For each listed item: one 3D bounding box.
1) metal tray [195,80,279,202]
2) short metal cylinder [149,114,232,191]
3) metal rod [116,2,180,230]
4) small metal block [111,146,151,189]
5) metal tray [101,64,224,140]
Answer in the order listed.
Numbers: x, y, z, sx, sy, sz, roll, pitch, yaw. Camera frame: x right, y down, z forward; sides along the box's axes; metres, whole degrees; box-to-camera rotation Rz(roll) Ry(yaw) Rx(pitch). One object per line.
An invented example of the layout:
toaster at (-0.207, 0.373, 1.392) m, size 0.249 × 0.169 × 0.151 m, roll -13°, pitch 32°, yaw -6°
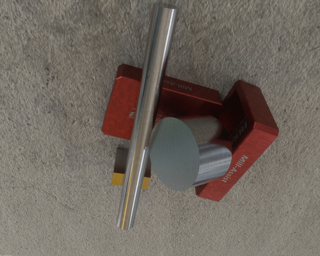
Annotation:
metal tray at (0.084, 0.018, 0.382) m, size 0.030 × 0.090 × 0.129 m, roll 18°, pitch 128°, yaw -15°
short metal cylinder at (0.032, 0.025, 0.347) m, size 0.050 × 0.080 × 0.079 m, roll -7°, pitch 140°, yaw -39°
metal rod at (-0.022, 0.010, 0.366) m, size 0.025 × 0.025 × 0.298 m, roll 8°, pitch 121°, yaw -7°
small metal block at (-0.040, 0.056, 0.439) m, size 0.050 × 0.050 × 0.025 m, roll 10°, pitch 129°, yaw -9°
metal tray at (0.001, -0.019, 0.388) m, size 0.131 × 0.030 × 0.089 m, roll 14°, pitch 129°, yaw -12°
